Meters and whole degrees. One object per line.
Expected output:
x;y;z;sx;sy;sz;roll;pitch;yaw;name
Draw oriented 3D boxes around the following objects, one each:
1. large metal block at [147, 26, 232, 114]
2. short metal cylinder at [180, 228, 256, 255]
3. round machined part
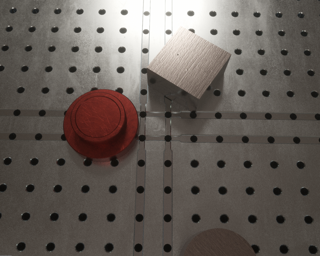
0.039;-0.079;0.428;0.080;0.050;0.080;33;73;11;large metal block
0.063;0.154;0.343;0.081;0.050;0.080;0;70;0;short metal cylinder
-0.077;-0.008;0.405;0.099;0.042;0.098;0;70;-1;round machined part
